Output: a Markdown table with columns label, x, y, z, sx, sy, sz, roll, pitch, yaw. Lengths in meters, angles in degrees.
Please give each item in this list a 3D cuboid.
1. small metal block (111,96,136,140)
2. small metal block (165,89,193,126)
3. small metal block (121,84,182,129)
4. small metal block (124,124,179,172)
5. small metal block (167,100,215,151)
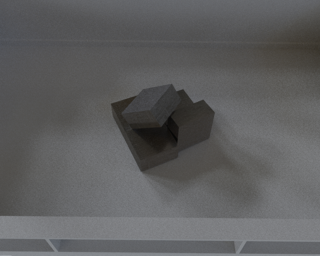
| label | x | y | z | sx | sy | sz | roll | pitch | yaw |
| --- | --- | --- | --- | --- | --- | --- | --- | --- | --- |
| small metal block | -0.032 | -0.015 | 0.415 | 0.050 | 0.025 | 0.050 | -20 | 53 | -16 |
| small metal block | 0.020 | -0.021 | 0.421 | 0.050 | 0.025 | 0.050 | -20 | 53 | -16 |
| small metal block | -0.010 | -0.026 | 0.376 | 0.050 | 0.025 | 0.050 | -4 | 39 | 44 |
| small metal block | -0.011 | 0.020 | 0.386 | 0.050 | 0.025 | 0.050 | -20 | 53 | -16 |
| small metal block | 0.037 | -0.002 | 0.389 | 0.050 | 0.050 | 0.025 | -22 | 54 | -19 |
